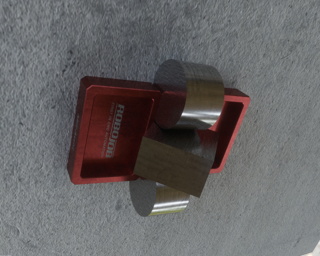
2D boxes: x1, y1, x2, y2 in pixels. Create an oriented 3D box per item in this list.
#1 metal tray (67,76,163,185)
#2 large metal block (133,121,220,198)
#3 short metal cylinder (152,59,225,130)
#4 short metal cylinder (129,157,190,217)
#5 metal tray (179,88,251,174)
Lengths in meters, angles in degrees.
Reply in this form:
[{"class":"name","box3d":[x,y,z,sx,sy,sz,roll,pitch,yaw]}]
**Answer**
[{"class":"metal tray","box3d":[-0.057,0.006,0.378,0.091,0.030,0.129,1,118,-29]},{"class":"large metal block","box3d":[0.023,0.029,0.377,0.080,0.080,0.050,19,115,7]},{"class":"short metal cylinder","box3d":[0.030,-0.038,0.366,0.050,0.080,0.079,2,118,-30]},{"class":"short metal cylinder","box3d":[-0.002,0.076,0.419,0.050,0.080,0.079,2,118,-30]},{"class":"metal tray","box3d":[0.066,0.006,0.445,0.091,0.030,0.129,1,118,-29]}]
